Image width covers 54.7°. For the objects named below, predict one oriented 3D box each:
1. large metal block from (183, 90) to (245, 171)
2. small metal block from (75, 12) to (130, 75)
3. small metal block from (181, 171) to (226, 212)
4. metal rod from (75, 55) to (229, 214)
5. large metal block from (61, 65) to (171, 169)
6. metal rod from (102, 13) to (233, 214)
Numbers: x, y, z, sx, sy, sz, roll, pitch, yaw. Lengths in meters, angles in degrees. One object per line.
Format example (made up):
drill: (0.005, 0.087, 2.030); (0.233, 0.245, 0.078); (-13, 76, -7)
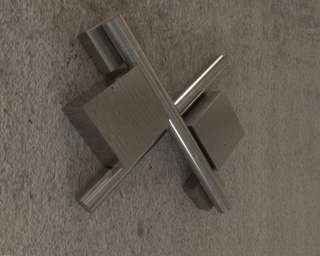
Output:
large metal block: (0.069, 0.003, 0.447); (0.080, 0.050, 0.080); (-47, 118, -30)
small metal block: (-0.059, -0.097, 0.357); (0.050, 0.025, 0.050); (-45, 117, -31)
small metal block: (0.066, 0.087, 0.462); (0.050, 0.025, 0.050); (-51, 120, -28)
metal rod: (0.007, -0.010, 0.412); (0.301, 0.025, 0.025); (-46, 118, -30)
large metal block: (-0.046, -0.013, 0.349); (0.080, 0.050, 0.080); (-45, 117, -31)
metal rod: (0.021, 0.000, 0.390); (0.025, 0.025, 0.299); (-47, 118, -30)
